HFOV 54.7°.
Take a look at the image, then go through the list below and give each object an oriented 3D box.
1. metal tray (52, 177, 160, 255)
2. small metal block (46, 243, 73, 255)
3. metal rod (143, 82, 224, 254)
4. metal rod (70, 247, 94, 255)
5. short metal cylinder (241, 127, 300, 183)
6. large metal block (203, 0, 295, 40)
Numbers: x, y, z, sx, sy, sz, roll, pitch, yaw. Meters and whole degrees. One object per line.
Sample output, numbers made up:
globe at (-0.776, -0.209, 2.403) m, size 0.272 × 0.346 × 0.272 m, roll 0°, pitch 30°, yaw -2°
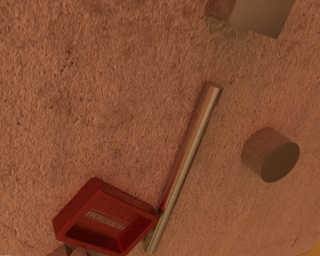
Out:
metal tray at (-0.074, 0.134, 0.447) m, size 0.090 × 0.030 × 0.130 m, roll -48°, pitch 130°, yaw 5°
small metal block at (-0.146, 0.205, 0.455) m, size 0.050 × 0.025 × 0.050 m, roll -34°, pitch 129°, yaw -6°
metal rod at (0.028, 0.073, 0.469) m, size 0.025 × 0.025 × 0.298 m, roll 5°, pitch 116°, yaw -31°
metal rod at (-0.069, 0.277, 0.530) m, size 0.025 × 0.025 × 0.299 m, roll -32°, pitch 134°, yaw -8°
short metal cylinder at (0.186, 0.045, 0.523) m, size 0.081 × 0.050 × 0.079 m, roll -14°, pitch 125°, yaw -21°
large metal block at (0.108, -0.156, 0.355) m, size 0.081 × 0.050 × 0.079 m, roll 5°, pitch 116°, yaw -31°
